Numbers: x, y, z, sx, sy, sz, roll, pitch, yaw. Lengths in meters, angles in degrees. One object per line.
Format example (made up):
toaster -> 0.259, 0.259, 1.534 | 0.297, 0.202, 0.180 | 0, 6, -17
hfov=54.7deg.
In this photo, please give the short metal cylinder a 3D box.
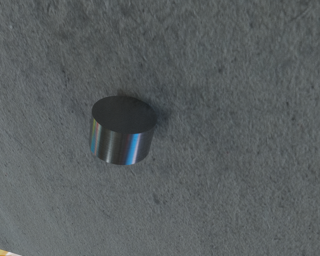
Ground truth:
short metal cylinder -> -0.048, 0.001, 0.396 | 0.080, 0.080, 0.050 | 24, 127, 13
